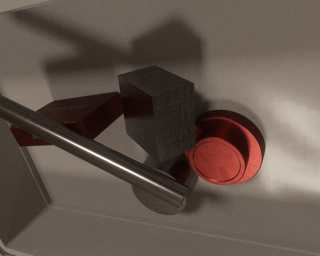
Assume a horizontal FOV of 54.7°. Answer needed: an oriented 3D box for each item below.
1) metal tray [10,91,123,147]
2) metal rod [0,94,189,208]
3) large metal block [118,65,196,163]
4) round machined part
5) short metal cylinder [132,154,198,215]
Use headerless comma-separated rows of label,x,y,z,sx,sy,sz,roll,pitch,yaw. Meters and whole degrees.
metal tray,-0.125,-0.012,0.422,0.130,0.090,0.030,-4,117,29
metal rod,-0.109,0.011,0.353,0.301,0.025,0.025,24,127,12
large metal block,-0.004,-0.019,0.358,0.080,0.050,0.079,37,140,50
round machined part,0.074,0.030,0.377,0.098,0.042,0.097,13,124,20
short metal cylinder,0.008,0.074,0.433,0.080,0.050,0.079,13,124,20
